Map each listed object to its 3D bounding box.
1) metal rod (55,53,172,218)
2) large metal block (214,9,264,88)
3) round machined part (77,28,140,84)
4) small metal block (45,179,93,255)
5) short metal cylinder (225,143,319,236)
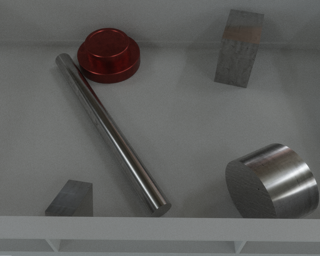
[{"bbox_3d":[-0.076,-0.010,0.412,0.025,0.025,0.300,-25,55,-20],"label":"metal rod"},{"bbox_3d":[0.120,-0.121,0.473,0.050,0.080,0.080,13,51,10],"label":"large metal block"},{"bbox_3d":[-0.081,-0.120,0.488,0.099,0.042,0.098,1,55,-1],"label":"round machined part"},{"bbox_3d":[-0.087,0.087,0.304,0.025,0.050,0.050,8,25,6],"label":"small metal block"},{"bbox_3d":[0.112,0.062,0.319,0.050,0.080,0.080,-20,53,-17],"label":"short metal cylinder"}]
